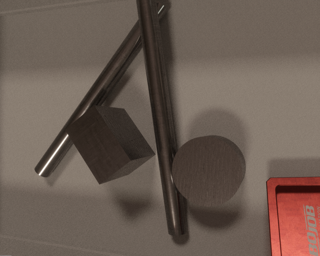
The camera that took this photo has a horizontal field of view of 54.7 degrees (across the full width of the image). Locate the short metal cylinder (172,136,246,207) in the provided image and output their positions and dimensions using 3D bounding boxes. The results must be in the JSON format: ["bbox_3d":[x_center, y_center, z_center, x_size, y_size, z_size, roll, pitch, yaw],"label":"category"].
[{"bbox_3d":[0.061,0.049,0.375,0.080,0.050,0.079,0,90,19],"label":"short metal cylinder"}]

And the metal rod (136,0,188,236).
[{"bbox_3d":[0.003,-0.013,0.394,0.025,0.025,0.298,-7,93,19],"label":"metal rod"}]

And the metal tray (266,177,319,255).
[{"bbox_3d":[0.160,0.115,0.315,0.090,0.030,0.130,-4,55,18],"label":"metal tray"}]

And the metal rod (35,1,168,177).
[{"bbox_3d":[-0.089,-0.048,0.440,0.025,0.025,0.299,41,103,15],"label":"metal rod"}]

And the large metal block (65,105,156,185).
[{"bbox_3d":[-0.061,0.019,0.402,0.050,0.080,0.080,-38,78,16],"label":"large metal block"}]
